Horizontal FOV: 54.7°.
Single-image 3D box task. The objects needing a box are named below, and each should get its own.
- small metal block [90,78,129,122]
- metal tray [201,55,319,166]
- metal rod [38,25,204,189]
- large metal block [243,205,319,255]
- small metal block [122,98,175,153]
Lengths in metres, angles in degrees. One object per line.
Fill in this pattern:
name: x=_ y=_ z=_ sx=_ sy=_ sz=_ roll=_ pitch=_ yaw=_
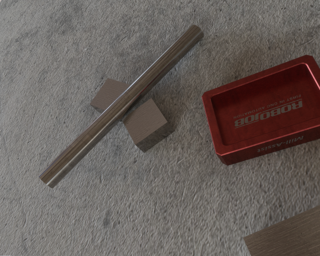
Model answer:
small metal block: x=-0.069 y=-0.043 z=0.464 sx=0.050 sy=0.025 sz=0.050 roll=22 pitch=73 yaw=36
metal tray: x=0.120 y=-0.020 z=0.349 sx=0.130 sy=0.030 sz=0.090 roll=-19 pitch=54 yaw=16
metal rod: x=-0.045 y=-0.038 z=0.428 sx=0.301 sy=0.025 sz=0.025 roll=-47 pitch=51 yaw=-13
large metal block: x=0.126 y=0.116 z=0.250 sx=0.080 sy=0.050 sz=0.080 roll=-28 pitch=52 yaw=10
small metal block: x=-0.016 y=-0.004 z=0.413 sx=0.050 sy=0.025 sz=0.050 roll=-36 pitch=52 yaw=4
